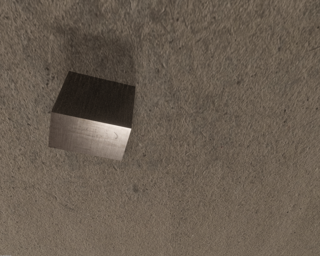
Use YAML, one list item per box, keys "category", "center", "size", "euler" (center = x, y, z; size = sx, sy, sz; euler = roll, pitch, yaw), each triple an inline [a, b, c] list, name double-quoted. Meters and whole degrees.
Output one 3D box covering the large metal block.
- category: "large metal block"
  center: [-0.075, -0.015, 0.357]
  size: [0.081, 0.080, 0.050]
  euler: [12, 129, -11]
